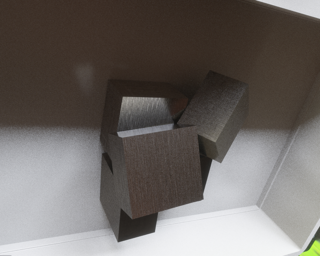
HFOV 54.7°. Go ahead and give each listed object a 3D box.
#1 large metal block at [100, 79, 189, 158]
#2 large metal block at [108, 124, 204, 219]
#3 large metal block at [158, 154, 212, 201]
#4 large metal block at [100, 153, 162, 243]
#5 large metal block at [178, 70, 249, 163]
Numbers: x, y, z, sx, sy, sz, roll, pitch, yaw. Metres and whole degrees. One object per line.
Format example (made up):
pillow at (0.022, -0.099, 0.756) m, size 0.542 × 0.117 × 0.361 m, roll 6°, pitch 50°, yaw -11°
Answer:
large metal block at (-0.022, -0.010, 0.374) m, size 0.081 × 0.050 × 0.079 m, roll -1°, pitch 119°, yaw -28°
large metal block at (-0.005, 0.041, 0.330) m, size 0.081 × 0.050 × 0.079 m, roll -9°, pitch 97°, yaw -24°
large metal block at (0.020, 0.064, 0.440) m, size 0.081 × 0.050 × 0.079 m, roll -5°, pitch 121°, yaw -26°
large metal block at (-0.041, 0.084, 0.402) m, size 0.050 × 0.080 × 0.079 m, roll -7°, pitch 122°, yaw -26°
large metal block at (0.070, -0.012, 0.391) m, size 0.080 × 0.050 × 0.080 m, roll -58°, pitch 155°, yaw -13°
